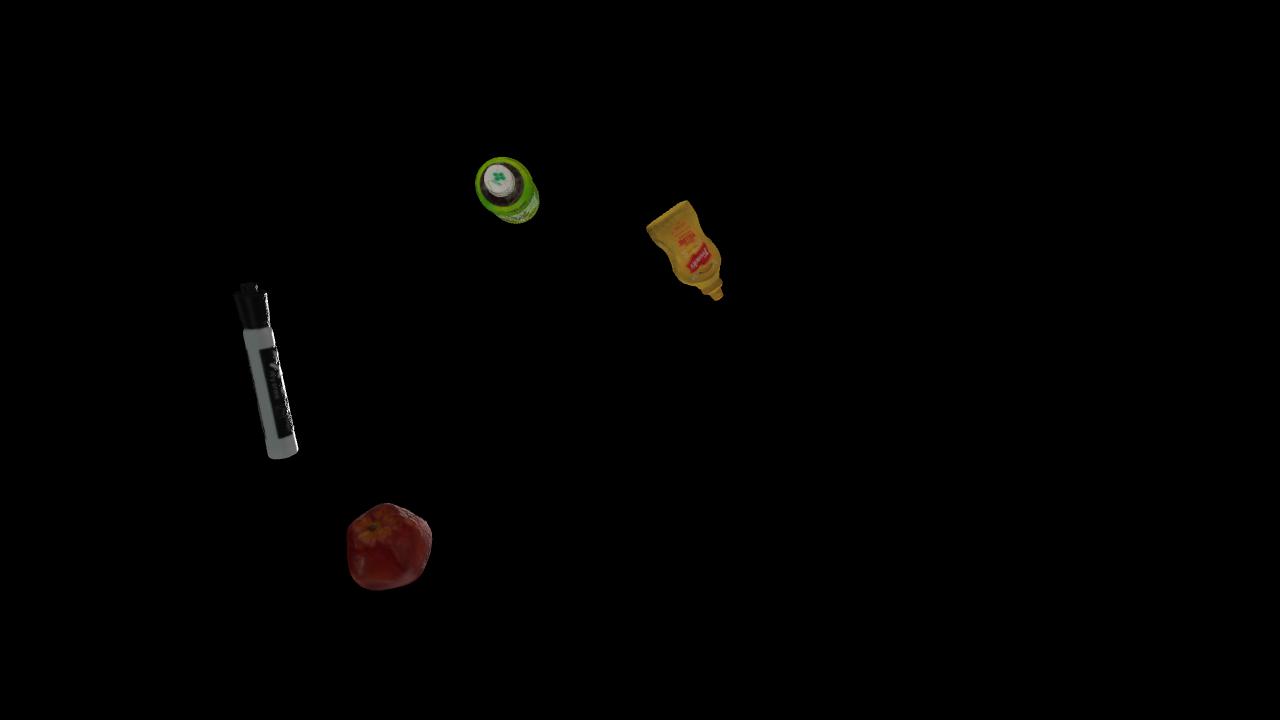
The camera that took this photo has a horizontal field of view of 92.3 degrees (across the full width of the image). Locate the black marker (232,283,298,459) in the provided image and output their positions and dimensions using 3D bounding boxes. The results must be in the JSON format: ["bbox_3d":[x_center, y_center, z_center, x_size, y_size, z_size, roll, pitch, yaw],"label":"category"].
[{"bbox_3d":[-0.250,0.009,0.411,0.020,0.121,0.020,0,19,0],"label":"black marker"}]

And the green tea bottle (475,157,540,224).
[{"bbox_3d":[-0.166,-0.211,0.767,0.073,0.073,0.212,0,10,-5],"label":"green tea bottle"}]

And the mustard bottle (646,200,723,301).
[{"bbox_3d":[0.096,-0.185,1.101,0.092,0.184,0.054,-38,16,-14],"label":"mustard bottle"}]

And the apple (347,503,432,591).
[{"bbox_3d":[-0.241,0.178,0.587,0.079,0.079,0.093,0,-35,-5],"label":"apple"}]
